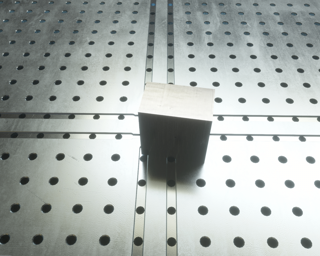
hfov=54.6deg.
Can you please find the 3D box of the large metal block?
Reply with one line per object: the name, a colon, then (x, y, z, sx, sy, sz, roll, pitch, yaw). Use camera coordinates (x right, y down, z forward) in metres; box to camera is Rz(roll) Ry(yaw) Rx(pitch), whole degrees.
large metal block: (0.020, -0.006, 0.377, 0.080, 0.080, 0.050, 7, 51, 6)
